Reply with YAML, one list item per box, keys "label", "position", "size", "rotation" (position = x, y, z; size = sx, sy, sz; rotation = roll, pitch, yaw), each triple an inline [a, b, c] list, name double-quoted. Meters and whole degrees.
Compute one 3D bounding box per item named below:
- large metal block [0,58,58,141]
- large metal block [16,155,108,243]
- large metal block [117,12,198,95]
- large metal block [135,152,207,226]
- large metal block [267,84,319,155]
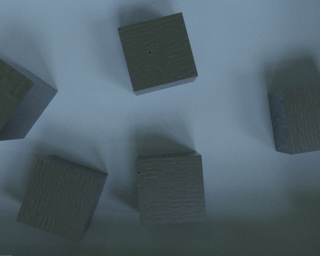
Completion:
- label: "large metal block"
  position: [-0.182, -0.032, 0.382]
  size: [0.050, 0.080, 0.080]
  rotation: [36, 90, -1]
- label: "large metal block"
  position: [-0.122, 0.087, 0.397]
  size: [0.080, 0.050, 0.080]
  rotation: [20, 90, -1]
- label: "large metal block"
  position: [-0.003, -0.092, 0.399]
  size: [0.080, 0.050, 0.080]
  rotation: [-14, 90, -1]
- label: "large metal block"
  position: [0.013, 0.075, 0.399]
  size: [0.081, 0.050, 0.079]
  rotation: [-5, 90, -1]
- label: "large metal block"
  position: [0.194, -0.013, 0.402]
  size: [0.081, 0.050, 0.080]
  rotation: [-9, 90, -1]
